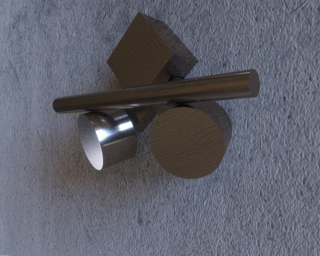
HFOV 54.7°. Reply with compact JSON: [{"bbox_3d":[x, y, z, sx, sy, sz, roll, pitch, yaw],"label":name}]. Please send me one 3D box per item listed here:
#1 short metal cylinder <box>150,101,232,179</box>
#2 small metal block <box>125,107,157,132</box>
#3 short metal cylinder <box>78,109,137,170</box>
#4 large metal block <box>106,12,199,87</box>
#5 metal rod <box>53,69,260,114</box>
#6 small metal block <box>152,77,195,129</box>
[{"bbox_3d":[0.035,0.009,0.343,0.080,0.050,0.079,7,110,19],"label":"short metal cylinder"},{"bbox_3d":[-0.031,-0.030,0.432,0.050,0.025,0.050,-50,61,27],"label":"small metal block"},{"bbox_3d":[-0.075,0.012,0.433,0.080,0.050,0.079,35,135,45],"label":"short metal cylinder"},{"bbox_3d":[-0.012,-0.085,0.397,0.080,0.050,0.080,-50,61,28],"label":"large metal block"},{"bbox_3d":[-0.033,-0.036,0.366,0.300,0.025,0.025,-1,89,40],"label":"metal rod"},{"bbox_3d":[0.024,-0.027,0.386,0.050,0.025,0.050,-51,61,28],"label":"small metal block"}]
